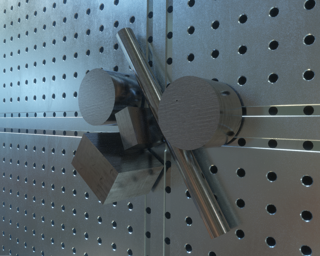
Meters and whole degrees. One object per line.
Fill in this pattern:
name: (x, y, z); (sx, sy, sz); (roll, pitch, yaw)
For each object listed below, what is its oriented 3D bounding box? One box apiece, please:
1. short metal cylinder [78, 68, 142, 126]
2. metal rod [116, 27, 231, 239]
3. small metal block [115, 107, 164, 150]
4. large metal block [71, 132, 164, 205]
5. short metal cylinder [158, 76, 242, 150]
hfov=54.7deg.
short metal cylinder: (-0.073, -0.043, 0.449); (0.080, 0.050, 0.079); (0, 90, 40)
metal rod: (0.009, -0.008, 0.397); (0.025, 0.025, 0.299); (-38, 67, 33)
small metal block: (-0.027, 0.001, 0.410); (0.025, 0.050, 0.050); (-27, 73, 37)
large metal block: (-0.057, 0.049, 0.414); (0.080, 0.081, 0.050); (42, 116, 32)
short metal cylinder: (0.045, -0.016, 0.351); (0.080, 0.050, 0.079); (0, 90, 40)
